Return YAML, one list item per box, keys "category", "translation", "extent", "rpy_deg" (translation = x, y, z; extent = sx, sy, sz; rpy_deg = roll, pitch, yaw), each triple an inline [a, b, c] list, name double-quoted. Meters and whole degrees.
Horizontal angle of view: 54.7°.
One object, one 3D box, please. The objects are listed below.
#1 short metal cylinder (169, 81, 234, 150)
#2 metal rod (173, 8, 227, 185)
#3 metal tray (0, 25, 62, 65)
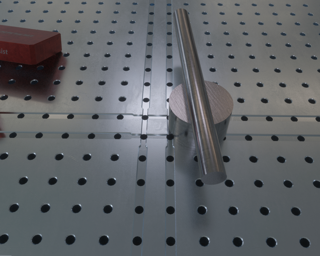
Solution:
- category: "short metal cylinder"
  translation: [0.051, -0.018, 0.407]
  extent: [0.081, 0.050, 0.080]
  rpy_deg: [0, 50, 0]
- category: "metal rod"
  translation: [0.043, -0.065, 0.397]
  extent: [0.025, 0.025, 0.300]
  rpy_deg: [-3, 50, -3]
- category: "metal tray"
  translation: [-0.239, -0.137, 0.498]
  extent: [0.131, 0.030, 0.090]
  rpy_deg: [9, 30, 8]
